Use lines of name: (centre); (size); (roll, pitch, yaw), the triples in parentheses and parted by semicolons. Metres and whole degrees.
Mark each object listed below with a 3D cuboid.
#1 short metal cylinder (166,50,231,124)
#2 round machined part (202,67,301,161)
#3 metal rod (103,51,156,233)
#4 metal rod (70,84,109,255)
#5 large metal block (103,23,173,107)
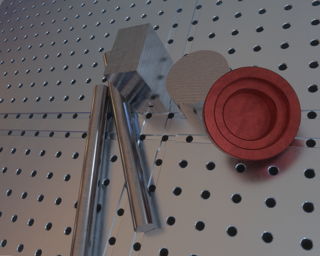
short metal cylinder: (0.054, -0.052, 0.395); (0.080, 0.050, 0.080); (-13, 56, 20)
round machined part: (0.096, -0.014, 0.337); (0.099, 0.042, 0.097); (0, 84, 3)
metal rod: (-0.050, -0.004, 0.435); (0.025, 0.025, 0.299); (-25, 53, 12)
metal rod: (-0.092, 0.066, 0.414); (0.025, 0.025, 0.299); (-13, 56, 21)
large metal block: (-0.027, -0.086, 0.438); (0.050, 0.080, 0.080); (-2, 61, 27)
